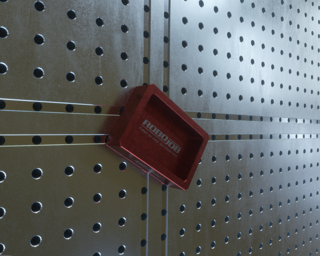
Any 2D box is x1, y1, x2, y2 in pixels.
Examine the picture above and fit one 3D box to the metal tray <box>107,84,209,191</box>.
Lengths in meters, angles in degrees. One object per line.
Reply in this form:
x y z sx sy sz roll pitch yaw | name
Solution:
0.004 0.015 0.410 0.130 0.030 0.090 39 66 -33 | metal tray
